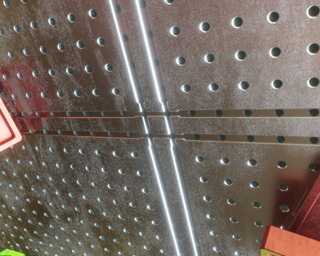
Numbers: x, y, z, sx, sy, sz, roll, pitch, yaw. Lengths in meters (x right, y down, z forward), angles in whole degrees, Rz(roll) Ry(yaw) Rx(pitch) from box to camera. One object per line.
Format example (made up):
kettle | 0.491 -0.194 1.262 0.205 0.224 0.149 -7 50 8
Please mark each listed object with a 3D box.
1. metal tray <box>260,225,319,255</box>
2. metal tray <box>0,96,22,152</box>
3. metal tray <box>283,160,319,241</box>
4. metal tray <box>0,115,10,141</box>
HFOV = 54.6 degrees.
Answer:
metal tray | 0.175 0.173 0.387 0.090 0.030 0.130 13 146 27
metal tray | -0.305 -0.016 0.518 0.030 0.091 0.129 7 124 47
metal tray | 0.210 0.104 0.361 0.090 0.030 0.129 20 126 16
metal tray | -0.344 -0.035 0.569 0.090 0.030 0.129 -3 117 30
